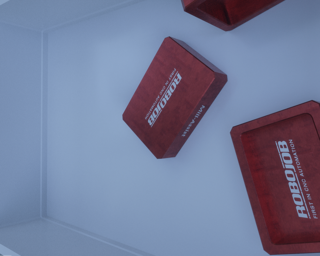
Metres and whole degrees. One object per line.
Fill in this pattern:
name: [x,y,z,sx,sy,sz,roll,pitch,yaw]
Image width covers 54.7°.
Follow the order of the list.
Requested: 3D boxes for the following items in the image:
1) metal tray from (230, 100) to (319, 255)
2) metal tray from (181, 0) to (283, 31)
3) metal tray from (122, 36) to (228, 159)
metal tray: [0.129,0.049,0.296,0.090,0.030,0.129,-22,76,38]
metal tray: [0.093,-0.143,0.287,0.130,0.091,0.030,-22,76,38]
metal tray: [0.013,-0.036,0.393,0.090,0.030,0.129,47,118,30]
